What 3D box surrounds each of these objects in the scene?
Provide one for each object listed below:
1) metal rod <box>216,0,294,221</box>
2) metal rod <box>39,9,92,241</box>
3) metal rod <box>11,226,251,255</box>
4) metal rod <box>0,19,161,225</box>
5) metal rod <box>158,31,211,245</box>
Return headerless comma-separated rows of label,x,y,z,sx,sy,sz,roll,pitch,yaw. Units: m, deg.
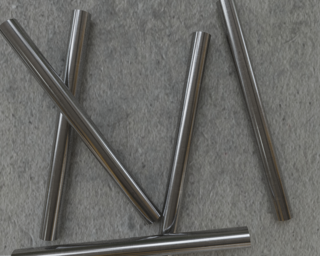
metal rod,0.126,-0.025,0.411,0.025,0.025,0.298,-15,90,0
metal rod,-0.124,-0.004,0.408,0.025,0.025,0.298,8,90,-1
metal rod,-0.042,0.152,0.390,0.302,0.025,0.025,-8,90,7
metal rod,-0.094,-0.001,0.388,0.025,0.025,0.299,-35,99,0
metal rod,0.030,0.023,0.410,0.025,0.025,0.298,10,90,-1
